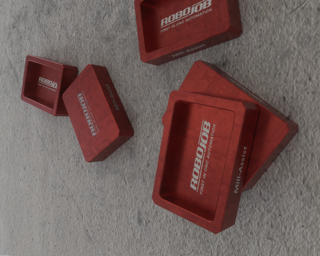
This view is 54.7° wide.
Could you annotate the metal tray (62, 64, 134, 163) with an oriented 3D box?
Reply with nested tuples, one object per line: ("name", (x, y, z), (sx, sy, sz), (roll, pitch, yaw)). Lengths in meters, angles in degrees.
("metal tray", (-0.101, -0.023, 0.485), (0.090, 0.030, 0.130), (-39, 67, 33))

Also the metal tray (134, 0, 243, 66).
("metal tray", (0.029, -0.137, 0.377), (0.130, 0.030, 0.089), (-11, 83, 39))

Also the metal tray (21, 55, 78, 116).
("metal tray", (-0.208, -0.080, 0.573), (0.130, 0.030, 0.089), (21, 103, 38))

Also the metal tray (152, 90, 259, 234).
("metal tray", (0.043, 0.031, 0.325), (0.090, 0.030, 0.129), (16, 100, 39))

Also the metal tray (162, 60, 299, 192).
("metal tray", (0.070, -0.004, 0.344), (0.130, 0.030, 0.089), (45, 117, 30))
